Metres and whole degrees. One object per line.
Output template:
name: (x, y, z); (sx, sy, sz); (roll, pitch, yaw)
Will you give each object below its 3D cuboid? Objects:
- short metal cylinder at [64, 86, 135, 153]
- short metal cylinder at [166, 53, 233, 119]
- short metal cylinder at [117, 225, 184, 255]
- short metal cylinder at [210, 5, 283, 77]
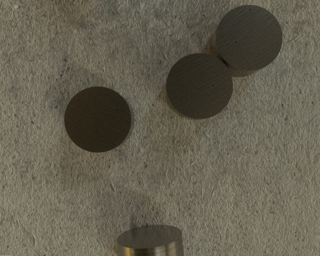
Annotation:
short metal cylinder: (-0.075, -0.010, 0.397); (0.081, 0.050, 0.080); (0, 90, 0)
short metal cylinder: (0.048, -0.051, 0.398); (0.081, 0.050, 0.080); (0, 90, 0)
short metal cylinder: (-0.011, 0.158, 0.382); (0.080, 0.080, 0.050); (-5, 90, 0)
short metal cylinder: (0.108, -0.109, 0.398); (0.081, 0.050, 0.080); (0, 90, 0)
